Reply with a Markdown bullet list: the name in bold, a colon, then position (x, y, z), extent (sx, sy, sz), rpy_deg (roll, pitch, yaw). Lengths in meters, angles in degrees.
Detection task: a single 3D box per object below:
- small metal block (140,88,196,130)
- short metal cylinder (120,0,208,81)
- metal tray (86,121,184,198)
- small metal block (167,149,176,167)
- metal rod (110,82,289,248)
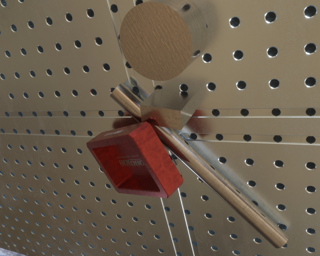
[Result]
- **small metal block**: position (0.011, -0.024, 0.373), extent (0.050, 0.050, 0.025), rpy_deg (11, 123, 22)
- **short metal cylinder**: position (0.005, -0.097, 0.332), extent (0.080, 0.050, 0.079), rpy_deg (13, 124, 20)
- **metal tray**: position (-0.038, 0.044, 0.408), extent (0.130, 0.030, 0.090), rpy_deg (-12, 112, 54)
- **small metal block**: position (-0.012, 0.046, 0.445), extent (0.050, 0.025, 0.050), rpy_deg (-15, 111, 33)
- **metal rod**: position (0.053, 0.051, 0.413), extent (0.300, 0.025, 0.025), rpy_deg (43, 129, -2)
